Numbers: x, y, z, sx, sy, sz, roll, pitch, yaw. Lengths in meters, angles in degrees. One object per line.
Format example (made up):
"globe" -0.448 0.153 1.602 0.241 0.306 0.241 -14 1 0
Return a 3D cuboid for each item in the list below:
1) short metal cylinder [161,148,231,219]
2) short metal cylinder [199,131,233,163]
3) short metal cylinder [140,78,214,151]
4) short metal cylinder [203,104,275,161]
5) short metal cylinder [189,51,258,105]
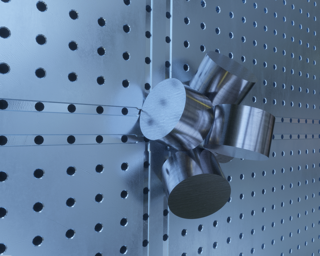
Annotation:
"short metal cylinder" 0.045 0.072 0.403 0.081 0.050 0.079 -6 125 -8
"short metal cylinder" 0.074 0.010 0.453 0.081 0.050 0.080 1 88 -39
"short metal cylinder" 0.020 -0.016 0.389 0.050 0.080 0.080 24 75 -38
"short metal cylinder" 0.099 0.007 0.390 0.080 0.080 0.050 22 76 -38
"short metal cylinder" 0.089 -0.066 0.438 0.081 0.080 0.050 3 128 -40
